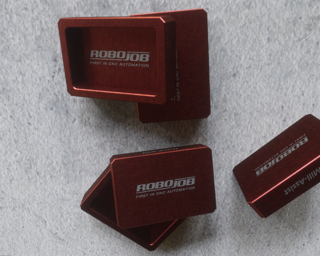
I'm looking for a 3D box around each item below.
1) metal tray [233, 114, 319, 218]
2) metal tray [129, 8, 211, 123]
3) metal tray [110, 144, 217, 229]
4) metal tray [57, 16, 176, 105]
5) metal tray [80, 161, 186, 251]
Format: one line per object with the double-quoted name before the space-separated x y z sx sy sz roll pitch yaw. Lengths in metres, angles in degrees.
"metal tray" 0.162 0.045 0.394 0.130 0.090 0.030 -39 106 13
"metal tray" 0.013 -0.074 0.380 0.091 0.030 0.129 -5 110 1
"metal tray" 0.005 0.074 0.407 0.131 0.030 0.089 -7 96 -12
"metal tray" -0.048 -0.078 0.350 0.130 0.030 0.089 7 113 22
"metal tray" -0.035 0.110 0.447 0.130 0.030 0.090 36 106 -13
